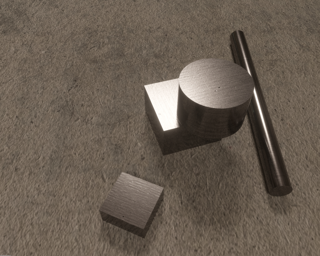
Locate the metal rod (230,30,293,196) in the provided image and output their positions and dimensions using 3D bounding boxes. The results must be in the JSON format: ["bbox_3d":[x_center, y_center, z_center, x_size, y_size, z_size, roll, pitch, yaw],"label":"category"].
[{"bbox_3d":[0.134,-0.044,0.441,0.025,0.025,0.300,0,50,0],"label":"metal rod"}]

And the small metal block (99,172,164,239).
[{"bbox_3d":[-0.029,0.082,0.334,0.050,0.025,0.050,19,52,14],"label":"small metal block"}]

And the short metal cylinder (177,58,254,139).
[{"bbox_3d":[0.060,-0.034,0.352,0.081,0.050,0.080,1,50,0],"label":"short metal cylinder"}]

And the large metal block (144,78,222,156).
[{"bbox_3d":[0.030,-0.019,0.404,0.081,0.050,0.080,-14,52,-12],"label":"large metal block"}]
